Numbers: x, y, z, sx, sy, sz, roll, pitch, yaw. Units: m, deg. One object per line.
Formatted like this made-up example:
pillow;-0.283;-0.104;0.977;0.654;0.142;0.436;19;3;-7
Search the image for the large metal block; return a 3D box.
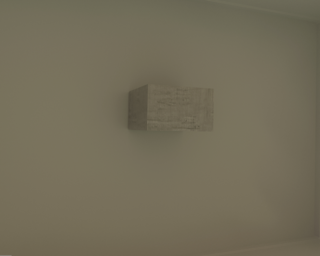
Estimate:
large metal block;0.011;-0.022;0.382;0.081;0.080;0.050;1;90;-20
